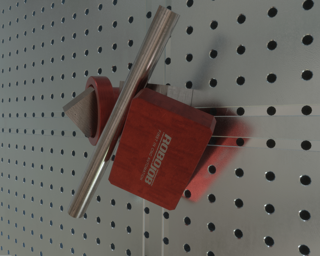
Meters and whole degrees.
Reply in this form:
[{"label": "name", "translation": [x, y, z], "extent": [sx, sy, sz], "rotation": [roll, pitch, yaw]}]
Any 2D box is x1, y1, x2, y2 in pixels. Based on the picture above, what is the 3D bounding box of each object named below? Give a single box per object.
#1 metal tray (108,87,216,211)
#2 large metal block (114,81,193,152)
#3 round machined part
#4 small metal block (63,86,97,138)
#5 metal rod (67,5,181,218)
[{"label": "metal tray", "translation": [-0.001, 0.028, 0.362], "extent": [0.090, 0.030, 0.129], "rotation": [24, 123, 5]}, {"label": "large metal block", "translation": [-0.010, -0.016, 0.399], "extent": [0.080, 0.050, 0.079], "rotation": [12, 97, 39]}, {"label": "round machined part", "translation": [-0.077, -0.024, 0.442], "extent": [0.098, 0.042, 0.097], "rotation": [177, 90, -65]}, {"label": "small metal block", "translation": [-0.099, -0.023, 0.436], "extent": [0.050, 0.050, 0.025], "rotation": [-39, 30, -5]}, {"label": "metal rod", "translation": [-0.054, -0.004, 0.387], "extent": [0.025, 0.025, 0.298], "rotation": [42, 115, 32]}]
